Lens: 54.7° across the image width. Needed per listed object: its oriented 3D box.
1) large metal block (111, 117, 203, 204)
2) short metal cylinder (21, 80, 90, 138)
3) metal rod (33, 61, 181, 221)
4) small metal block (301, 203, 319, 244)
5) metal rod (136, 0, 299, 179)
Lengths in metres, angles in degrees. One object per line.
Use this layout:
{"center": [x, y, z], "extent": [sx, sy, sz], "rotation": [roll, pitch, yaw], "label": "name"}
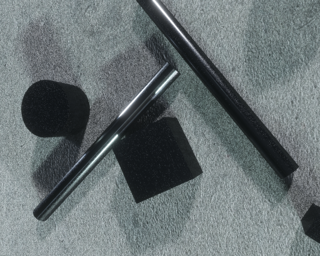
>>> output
{"center": [-0.003, 0.040, 0.397], "extent": [0.080, 0.050, 0.080], "rotation": [-28, 81, 18], "label": "large metal block"}
{"center": [-0.150, -0.027, 0.449], "extent": [0.080, 0.050, 0.080], "rotation": [0, 90, 20], "label": "short metal cylinder"}
{"center": [-0.082, 0.027, 0.437], "extent": [0.299, 0.025, 0.025], "rotation": [-46, 76, 14], "label": "metal rod"}
{"center": [0.183, 0.111, 0.331], "extent": [0.050, 0.050, 0.025], "rotation": [32, 101, 17], "label": "small metal block"}
{"center": [0.062, -0.066, 0.387], "extent": [0.025, 0.025, 0.299], "rotation": [-40, 78, 15], "label": "metal rod"}
